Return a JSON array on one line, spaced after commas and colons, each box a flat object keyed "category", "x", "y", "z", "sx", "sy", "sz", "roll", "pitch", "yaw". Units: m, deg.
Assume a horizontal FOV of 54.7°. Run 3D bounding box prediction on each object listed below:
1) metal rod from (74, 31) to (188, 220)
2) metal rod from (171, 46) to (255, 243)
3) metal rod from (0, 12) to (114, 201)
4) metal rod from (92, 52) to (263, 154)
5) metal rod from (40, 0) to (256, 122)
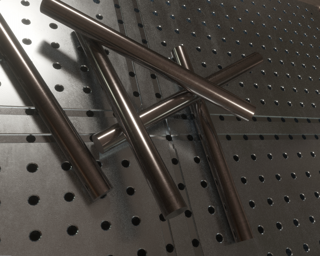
[{"category": "metal rod", "x": -0.049, "y": -0.033, "z": 0.370, "sx": 0.025, "sy": 0.025, "sz": 0.299, "roll": -9, "pitch": 56, "yaw": -33}, {"category": "metal rod", "x": 0.067, "y": 0.007, "z": 0.442, "sx": 0.025, "sy": 0.025, "sz": 0.299, "roll": -2, "pitch": 63, "yaw": -29}, {"category": "metal rod", "x": -0.146, "y": -0.049, "z": 0.359, "sx": 0.025, "sy": 0.025, "sz": 0.299, "roll": -27, "pitch": 77, "yaw": -37}, {"category": "metal rod", "x": 0.043, "y": -0.046, "z": 0.432, "sx": 0.302, "sy": 0.025, "sz": 0.025, "roll": -30, "pitch": 78, "yaw": -29}, {"category": "metal rod", "x": -0.011, "y": -0.088, "z": 0.404, "sx": 0.301, "sy": 0.025, "sz": 0.025, "roll": 27, "pitch": 52, "yaw": -5}]
